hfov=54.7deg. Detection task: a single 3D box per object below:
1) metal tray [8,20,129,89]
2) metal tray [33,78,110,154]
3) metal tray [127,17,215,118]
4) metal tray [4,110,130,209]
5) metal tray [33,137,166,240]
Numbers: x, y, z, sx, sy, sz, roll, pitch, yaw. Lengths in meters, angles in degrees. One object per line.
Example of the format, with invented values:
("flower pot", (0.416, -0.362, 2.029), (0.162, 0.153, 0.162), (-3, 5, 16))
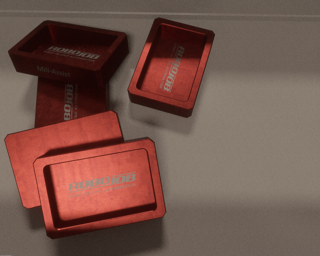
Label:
("metal tray", (-0.119, -0.102, 0.416), (0.131, 0.030, 0.090), (13, 49, 13))
("metal tray", (-0.115, -0.017, 0.412), (0.091, 0.030, 0.129), (-4, 70, -2))
("metal tray", (0.018, -0.087, 0.439), (0.090, 0.030, 0.130), (16, 71, 5))
("metal tray", (-0.106, 0.036, 0.375), (0.131, 0.030, 0.089), (-14, 94, -6))
("metal tray", (-0.065, 0.065, 0.350), (0.131, 0.030, 0.089), (-10, 94, -6))
